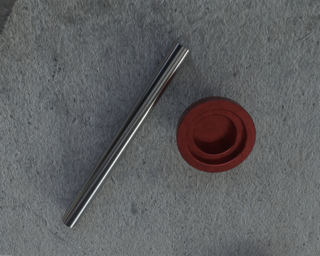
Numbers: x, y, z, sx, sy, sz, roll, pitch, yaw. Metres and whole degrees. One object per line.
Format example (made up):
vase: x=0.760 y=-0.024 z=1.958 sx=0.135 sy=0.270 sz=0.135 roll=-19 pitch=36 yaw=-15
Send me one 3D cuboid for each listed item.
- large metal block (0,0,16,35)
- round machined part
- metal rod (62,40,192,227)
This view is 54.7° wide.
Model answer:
large metal block: x=-0.220 y=-0.139 z=0.342 sx=0.080 sy=0.050 sz=0.080 roll=31 pitch=107 yaw=-11
round machined part: x=0.070 y=0.006 z=0.404 sx=0.099 sy=0.042 sz=0.097 roll=0 pitch=110 yaw=-1
metal rod: x=-0.053 y=0.019 z=0.416 sx=0.025 sy=0.025 sz=0.299 roll=31 pitch=107 yaw=-11
